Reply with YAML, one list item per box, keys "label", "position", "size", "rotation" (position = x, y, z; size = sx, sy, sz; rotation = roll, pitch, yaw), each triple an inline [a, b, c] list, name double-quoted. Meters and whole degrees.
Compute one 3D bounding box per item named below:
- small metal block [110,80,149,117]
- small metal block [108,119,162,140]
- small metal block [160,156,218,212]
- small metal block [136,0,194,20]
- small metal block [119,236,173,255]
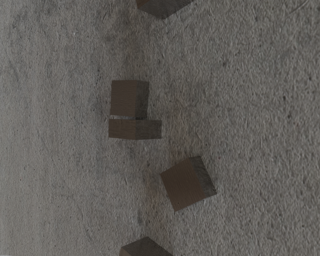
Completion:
- label: "small metal block"
  position: [-0.044, -0.042, 0.441]
  size: [0.050, 0.025, 0.050]
  rotation: [6, 94, 39]
- label: "small metal block"
  position: [-0.033, 0.001, 0.416]
  size: [0.050, 0.050, 0.025]
  rotation: [3, 92, 40]
- label: "small metal block"
  position: [0.034, 0.068, 0.377]
  size: [0.050, 0.025, 0.050]
  rotation: [-35, 69, 34]
- label: "small metal block"
  position: [0.005, -0.164, 0.385]
  size: [0.050, 0.050, 0.025]
  rotation: [-19, 78, 38]
- label: "small metal block"
  position: [-0.019, 0.172, 0.404]
  size: [0.050, 0.050, 0.025]
  rotation: [23, 105, 37]
